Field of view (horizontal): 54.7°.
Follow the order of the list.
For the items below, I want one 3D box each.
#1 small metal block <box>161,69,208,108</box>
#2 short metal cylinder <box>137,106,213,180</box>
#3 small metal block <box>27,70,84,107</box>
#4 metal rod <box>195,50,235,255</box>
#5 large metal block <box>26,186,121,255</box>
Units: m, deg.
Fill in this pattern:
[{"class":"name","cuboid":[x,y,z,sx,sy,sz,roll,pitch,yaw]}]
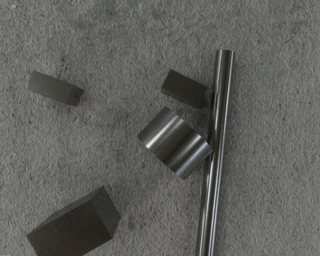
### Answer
[{"class":"small metal block","cuboid":[0.030,-0.049,0.398,0.050,0.050,0.025,26,90,-1]},{"class":"short metal cylinder","cuboid":[0.018,0.018,0.383,0.080,0.080,0.050,43,90,-1]},{"class":"small metal block","cuboid":[-0.132,-0.049,0.396,0.050,0.050,0.025,20,90,-1]},{"class":"metal rod","cuboid":[0.072,0.048,0.410,0.025,0.025,0.298,6,90,-1]},{"class":"large metal block","cuboid":[-0.100,0.120,0.381,0.080,0.080,0.050,-29,90,0]}]
